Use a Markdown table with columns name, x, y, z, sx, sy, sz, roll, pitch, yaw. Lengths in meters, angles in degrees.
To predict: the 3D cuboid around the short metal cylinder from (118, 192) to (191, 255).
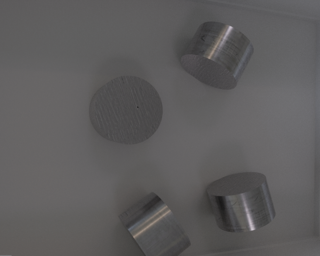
| name | x | y | z | sx | sy | sz | roll | pitch | yaw |
| --- | --- | --- | --- | --- | --- | --- | --- | --- | --- |
| short metal cylinder | -0.008 | 0.126 | 0.379 | 0.050 | 0.080 | 0.080 | -34 | 101 | -17 |

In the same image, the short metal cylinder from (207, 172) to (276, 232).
| name | x | y | z | sx | sy | sz | roll | pitch | yaw |
| --- | --- | --- | --- | --- | --- | --- | --- | --- | --- |
| short metal cylinder | 0.110 | 0.098 | 0.422 | 0.081 | 0.080 | 0.050 | -19 | 97 | -19 |

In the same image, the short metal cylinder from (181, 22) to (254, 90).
| name | x | y | z | sx | sy | sz | roll | pitch | yaw |
| --- | --- | --- | --- | --- | --- | --- | --- | --- | --- |
| short metal cylinder | 0.075 | -0.093 | 0.408 | 0.080 | 0.080 | 0.050 | 32 | 80 | -17 |

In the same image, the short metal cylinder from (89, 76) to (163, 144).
| name | x | y | z | sx | sy | sz | roll | pitch | yaw |
| --- | --- | --- | --- | --- | --- | --- | --- | --- | --- |
| short metal cylinder | -0.043 | -0.021 | 0.381 | 0.081 | 0.050 | 0.080 | 0 | 90 | -20 |
